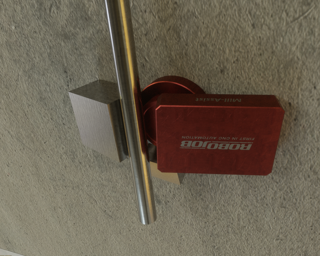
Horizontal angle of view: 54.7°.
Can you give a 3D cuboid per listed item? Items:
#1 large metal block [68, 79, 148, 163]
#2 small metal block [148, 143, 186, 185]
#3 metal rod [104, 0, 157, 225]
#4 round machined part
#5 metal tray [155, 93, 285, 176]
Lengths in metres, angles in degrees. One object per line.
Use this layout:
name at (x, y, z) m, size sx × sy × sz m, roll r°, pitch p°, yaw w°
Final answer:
large metal block at (-0.067, -0.012, 0.405) m, size 0.080 × 0.050 × 0.079 m, roll 19°, pitch 128°, yaw 39°
small metal block at (0.007, 0.050, 0.423) m, size 0.050 × 0.025 × 0.050 m, roll 15°, pitch 150°, yaw 20°
metal rod at (-0.030, -0.006, 0.366) m, size 0.025 × 0.025 × 0.298 m, roll 7°, pitch 120°, yaw 24°
round machined part at (0.013, -0.011, 0.383) m, size 0.098 × 0.042 × 0.097 m, roll 13°, pitch 124°, yaw 21°
metal tray at (0.062, 0.008, 0.349) m, size 0.131 × 0.030 × 0.089 m, roll 1°, pitch 122°, yaw 4°
